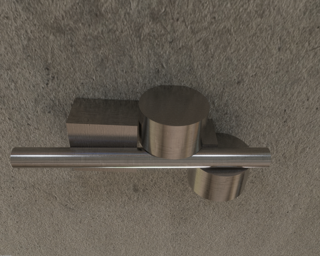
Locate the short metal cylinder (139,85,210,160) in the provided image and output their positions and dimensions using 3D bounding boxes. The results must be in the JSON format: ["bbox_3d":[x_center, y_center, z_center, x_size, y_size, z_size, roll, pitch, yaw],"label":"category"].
[{"bbox_3d":[0.015,-0.009,0.366,0.081,0.080,0.050,2,130,-2],"label":"short metal cylinder"}]

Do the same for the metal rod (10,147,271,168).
[{"bbox_3d":[-0.020,0.036,0.372,0.302,0.025,0.025,0,130,-2],"label":"metal rod"}]

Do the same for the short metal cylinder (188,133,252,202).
[{"bbox_3d":[0.079,0.051,0.417,0.081,0.080,0.050,0,130,-1],"label":"short metal cylinder"}]

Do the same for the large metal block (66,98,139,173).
[{"bbox_3d":[-0.068,0.010,0.396,0.081,0.050,0.079,2,130,-3],"label":"large metal block"}]

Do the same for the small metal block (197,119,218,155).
[{"bbox_3d":[0.045,0.013,0.402,0.050,0.050,0.025,1,130,-1],"label":"small metal block"}]
